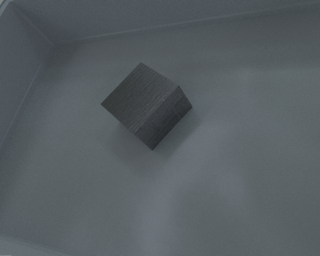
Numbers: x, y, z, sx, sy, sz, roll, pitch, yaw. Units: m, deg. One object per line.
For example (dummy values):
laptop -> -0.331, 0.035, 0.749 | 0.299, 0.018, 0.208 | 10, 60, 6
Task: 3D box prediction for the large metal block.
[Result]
large metal block -> -0.018, -0.030, 0.417 | 0.080, 0.050, 0.080 | -48, 52, -5
